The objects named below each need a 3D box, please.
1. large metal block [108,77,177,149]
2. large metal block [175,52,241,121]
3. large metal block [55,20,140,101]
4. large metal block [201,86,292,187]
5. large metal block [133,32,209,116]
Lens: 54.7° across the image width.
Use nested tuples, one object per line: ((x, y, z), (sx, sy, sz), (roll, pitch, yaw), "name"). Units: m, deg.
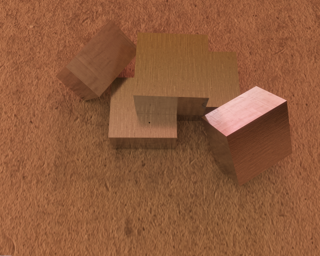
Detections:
((-0.020, -0.018, 0.400), (0.081, 0.050, 0.080), (0, 70, 0), "large metal block")
((0.060, -0.055, 0.417), (0.081, 0.050, 0.080), (0, 70, 0), "large metal block")
((-0.083, -0.084, 0.402), (0.050, 0.080, 0.080), (44, 73, -21), "large metal block")
((0.106, 0.009, 0.371), (0.080, 0.080, 0.050), (-30, 35, -11), "large metal block")
((0.013, -0.062, 0.364), (0.081, 0.050, 0.080), (2, 70, 0), "large metal block")
